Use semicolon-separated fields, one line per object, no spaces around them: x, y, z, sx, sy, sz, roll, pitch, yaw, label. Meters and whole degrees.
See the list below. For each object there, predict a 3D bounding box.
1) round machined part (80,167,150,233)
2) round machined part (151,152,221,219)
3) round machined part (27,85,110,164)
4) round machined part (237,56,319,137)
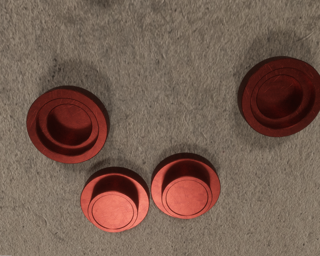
-0.064;0.108;0.440;0.099;0.042;0.097;0;110;-1;round machined part
0.036;0.087;0.433;0.099;0.042;0.097;0;110;-1;round machined part
-0.113;-0.007;0.397;0.099;0.042;0.097;0;110;-1;round machined part
0.146;-0.041;0.388;0.099;0.042;0.097;0;110;-1;round machined part
